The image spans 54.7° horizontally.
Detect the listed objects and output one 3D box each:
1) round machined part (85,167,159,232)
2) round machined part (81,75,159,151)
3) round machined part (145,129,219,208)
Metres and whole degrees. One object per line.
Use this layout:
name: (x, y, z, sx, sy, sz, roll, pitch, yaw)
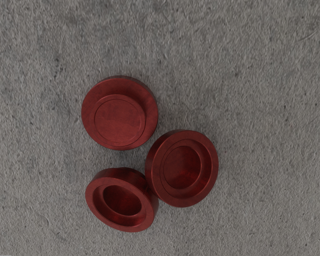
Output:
round machined part: (-0.048, 0.092, 0.423, 0.098, 0.042, 0.097, 9, 124, 15)
round machined part: (-0.051, -0.015, 0.395, 0.099, 0.042, 0.097, 0, 110, 0)
round machined part: (0.025, 0.050, 0.404, 0.099, 0.042, 0.097, -2, 95, -27)
